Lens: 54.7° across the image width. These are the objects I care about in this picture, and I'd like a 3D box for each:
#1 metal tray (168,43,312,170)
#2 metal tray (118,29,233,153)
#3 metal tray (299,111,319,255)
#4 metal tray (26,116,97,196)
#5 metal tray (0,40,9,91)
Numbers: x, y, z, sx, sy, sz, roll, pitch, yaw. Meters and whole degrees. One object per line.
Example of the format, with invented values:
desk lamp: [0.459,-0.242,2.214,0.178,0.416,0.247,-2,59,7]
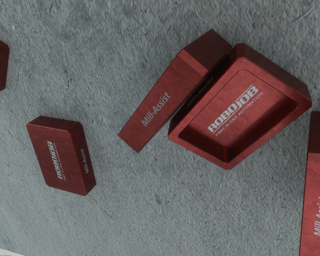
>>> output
metal tray: [0.079,-0.015,0.335,0.090,0.030,0.129,29,131,-14]
metal tray: [0.015,-0.038,0.333,0.030,0.090,0.129,42,129,1]
metal tray: [0.164,0.059,0.314,0.030,0.090,0.129,5,121,26]
metal tray: [-0.163,0.048,0.519,0.090,0.030,0.129,9,122,23]
metal tray: [-0.303,-0.122,0.487,0.130,0.030,0.089,34,129,5]
